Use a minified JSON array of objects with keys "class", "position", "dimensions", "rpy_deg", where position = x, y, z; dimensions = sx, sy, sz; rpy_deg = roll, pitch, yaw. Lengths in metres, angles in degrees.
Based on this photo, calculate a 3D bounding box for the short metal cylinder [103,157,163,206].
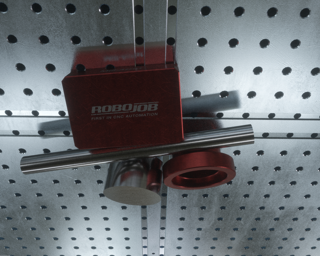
[{"class":"short metal cylinder","position":[-0.036,0.074,0.442],"dimensions":[0.080,0.050,0.080],"rpy_deg":[4,149,3]}]

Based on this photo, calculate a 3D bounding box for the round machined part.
[{"class":"round machined part","position":[0.052,0.051,0.429],"dimensions":[0.099,0.042,0.098],"rpy_deg":[-4,152,-2]}]

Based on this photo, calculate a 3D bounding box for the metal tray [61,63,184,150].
[{"class":"metal tray","position":[-0.040,-0.025,0.368],"dimensions":[0.131,0.030,0.089],"rpy_deg":[-4,112,2]}]

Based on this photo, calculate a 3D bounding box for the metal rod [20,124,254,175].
[{"class":"metal rod","position":[-0.033,0.029,0.402],"dimensions":[0.302,0.025,0.025],"rpy_deg":[-8,130,6]}]

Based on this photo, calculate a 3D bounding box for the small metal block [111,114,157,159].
[{"class":"small metal block","position":[-0.036,0.013,0.433],"dimensions":[0.050,0.025,0.050],"rpy_deg":[14,129,-12]}]
